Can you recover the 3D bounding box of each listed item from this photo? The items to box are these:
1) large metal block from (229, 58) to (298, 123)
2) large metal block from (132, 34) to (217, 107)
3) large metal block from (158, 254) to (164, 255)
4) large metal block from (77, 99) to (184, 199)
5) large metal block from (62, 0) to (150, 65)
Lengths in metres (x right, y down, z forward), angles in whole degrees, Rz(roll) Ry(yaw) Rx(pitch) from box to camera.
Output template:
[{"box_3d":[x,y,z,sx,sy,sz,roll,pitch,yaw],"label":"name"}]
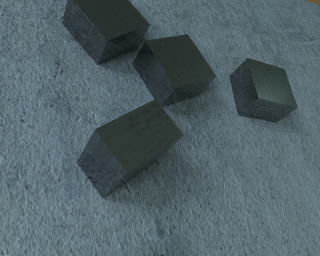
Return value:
[{"box_3d":[0.170,-0.061,0.516,0.081,0.050,0.080,10,58,-23],"label":"large metal block"},{"box_3d":[0.020,-0.084,0.450,0.081,0.050,0.080,-21,73,-36],"label":"large metal block"},{"box_3d":[-0.025,0.169,0.271,0.081,0.050,0.080,-12,68,-33],"label":"large metal block"},{"box_3d":[-0.034,0.023,0.336,0.081,0.080,0.050,-31,79,-38],"label":"large metal block"},{"box_3d":[-0.076,-0.146,0.436,0.081,0.050,0.080,-35,82,-38],"label":"large metal block"}]
